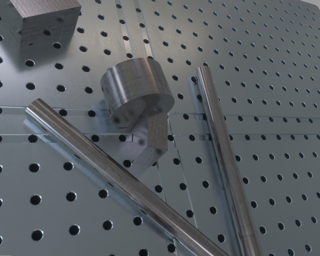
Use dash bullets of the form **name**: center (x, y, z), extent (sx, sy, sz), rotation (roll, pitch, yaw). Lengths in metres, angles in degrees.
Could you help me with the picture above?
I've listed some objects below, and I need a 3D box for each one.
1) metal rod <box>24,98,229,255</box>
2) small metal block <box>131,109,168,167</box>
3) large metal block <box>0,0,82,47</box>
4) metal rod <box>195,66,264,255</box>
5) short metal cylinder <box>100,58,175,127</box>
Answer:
- **metal rod**: center (-0.027, 0.073, 0.349), extent (0.300, 0.025, 0.025), rotation (40, 51, -1)
- **small metal block**: center (-0.013, 0.013, 0.377), extent (0.025, 0.050, 0.050), rotation (14, 56, -21)
- **large metal block**: center (-0.164, -0.161, 0.402), extent (0.081, 0.050, 0.080), rotation (-32, 79, -38)
- **metal rod**: center (0.092, 0.038, 0.434), extent (0.025, 0.025, 0.299), rotation (5, 60, -26)
- **short metal cylinder**: center (-0.028, -0.042, 0.383), extent (0.081, 0.080, 0.050), rotation (-7, 65, -31)
